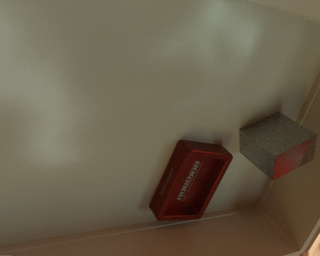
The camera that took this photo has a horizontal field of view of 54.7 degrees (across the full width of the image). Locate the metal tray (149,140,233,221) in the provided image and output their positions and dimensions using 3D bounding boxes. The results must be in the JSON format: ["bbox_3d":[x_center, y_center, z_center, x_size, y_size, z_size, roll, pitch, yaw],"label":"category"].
[{"bbox_3d":[0.048,0.085,0.486,0.091,0.030,0.129,9,114,-33],"label":"metal tray"}]

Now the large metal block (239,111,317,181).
[{"bbox_3d":[0.185,0.026,0.493,0.081,0.080,0.050,-23,127,-15],"label":"large metal block"}]
